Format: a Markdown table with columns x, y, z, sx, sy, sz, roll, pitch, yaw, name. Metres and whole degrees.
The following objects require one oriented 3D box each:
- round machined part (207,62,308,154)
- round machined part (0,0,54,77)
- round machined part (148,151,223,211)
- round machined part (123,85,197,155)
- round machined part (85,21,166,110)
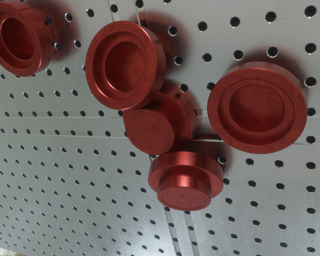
| x | y | z | sx | sy | sz | roll | pitch | yaw | name |
| --- | --- | --- | --- | --- | --- | --- | --- | --- | --- |
| 0.104 | -0.024 | 0.330 | 0.098 | 0.042 | 0.097 | 13 | 124 | 20 | round machined part |
| -0.185 | -0.123 | 0.420 | 0.098 | 0.042 | 0.097 | 13 | 124 | 20 | round machined part |
| 0.032 | 0.075 | 0.405 | 0.099 | 0.042 | 0.097 | 5 | 142 | 5 | round machined part |
| -0.006 | -0.004 | 0.400 | 0.098 | 0.042 | 0.097 | 13 | 124 | 20 | round machined part |
| -0.036 | -0.070 | 0.359 | 0.098 | 0.042 | 0.097 | 3 | 96 | 29 | round machined part |
